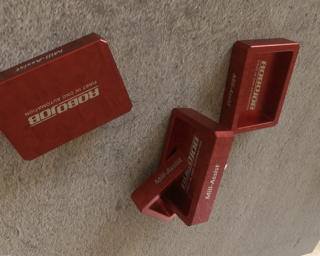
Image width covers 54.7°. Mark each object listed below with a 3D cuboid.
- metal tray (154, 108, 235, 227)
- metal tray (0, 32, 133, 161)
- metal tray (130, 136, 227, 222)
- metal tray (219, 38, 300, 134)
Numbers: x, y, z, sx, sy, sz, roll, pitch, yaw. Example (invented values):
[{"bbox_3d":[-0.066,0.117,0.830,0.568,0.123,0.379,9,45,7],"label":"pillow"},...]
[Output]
[{"bbox_3d":[0.039,0.048,0.405,0.030,0.090,0.129,-1,113,-35],"label":"metal tray"},{"bbox_3d":[-0.104,-0.032,0.327,0.131,0.030,0.090,-28,128,-11],"label":"metal tray"},{"bbox_3d":[0.031,0.076,0.454,0.130,0.030,0.090,-44,143,2],"label":"metal tray"},{"bbox_3d":[0.139,-0.059,0.442,0.091,0.030,0.129,-10,123,-23],"label":"metal tray"}]
